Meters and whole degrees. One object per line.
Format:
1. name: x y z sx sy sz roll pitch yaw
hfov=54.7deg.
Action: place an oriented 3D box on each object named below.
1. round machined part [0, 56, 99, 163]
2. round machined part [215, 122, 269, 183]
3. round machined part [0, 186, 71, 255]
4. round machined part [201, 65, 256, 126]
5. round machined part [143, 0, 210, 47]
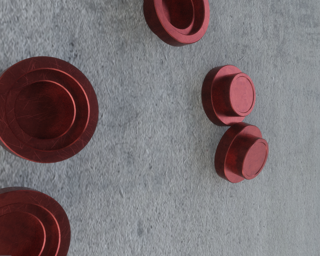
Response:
1. round machined part: -0.113 -0.017 0.299 0.099 0.042 0.097 0 90 -40
2. round machined part: 0.135 0.043 0.490 0.099 0.042 0.097 -18 118 -37
3. round machined part: -0.136 0.102 0.280 0.099 0.042 0.097 0 90 -40
4. round machined part: 0.114 -0.051 0.489 0.099 0.042 0.097 0 90 -40
5. round machined part: 0.017 -0.156 0.407 0.099 0.042 0.097 0 90 -40
